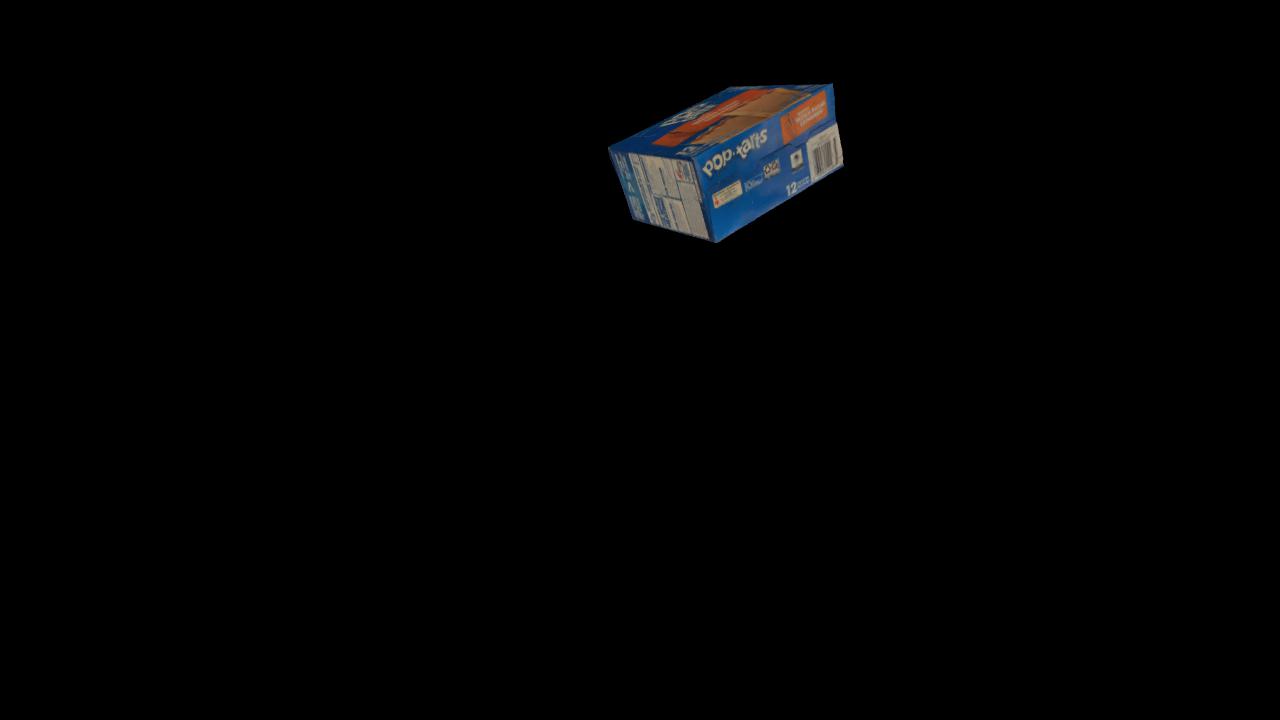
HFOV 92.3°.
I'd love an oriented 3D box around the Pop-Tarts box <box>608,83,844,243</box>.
[{"bbox_3d":[0.082,-0.196,0.593,0.167,0.083,0.141,-32,34,-19],"label":"Pop-Tarts box"}]
